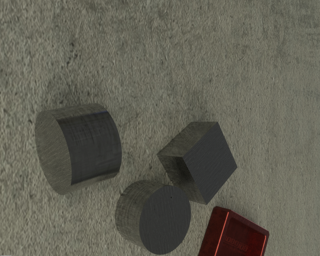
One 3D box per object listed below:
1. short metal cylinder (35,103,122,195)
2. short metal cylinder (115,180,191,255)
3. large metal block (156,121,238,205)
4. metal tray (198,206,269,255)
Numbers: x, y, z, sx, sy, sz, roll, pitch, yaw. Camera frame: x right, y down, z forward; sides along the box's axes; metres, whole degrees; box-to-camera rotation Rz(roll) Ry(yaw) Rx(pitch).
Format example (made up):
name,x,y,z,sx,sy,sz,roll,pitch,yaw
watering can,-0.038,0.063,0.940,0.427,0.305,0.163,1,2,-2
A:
name,x,y,z,sx,sy,sz,roll,pitch,yaw
short metal cylinder,-0.081,0.019,0.301,0.050,0.080,0.079,-14,99,-39
short metal cylinder,-0.008,0.107,0.382,0.081,0.050,0.080,0,90,-40
large metal block,0.054,0.046,0.434,0.080,0.050,0.080,-41,115,-32
metal tray,0.124,0.192,0.505,0.130,0.030,0.090,34,69,-35
